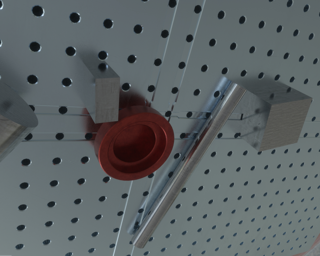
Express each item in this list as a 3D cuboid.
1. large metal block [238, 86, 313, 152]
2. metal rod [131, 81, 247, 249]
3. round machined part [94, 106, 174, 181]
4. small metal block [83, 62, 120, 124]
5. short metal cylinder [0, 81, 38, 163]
[{"bbox_3d":[0.179,-0.016,0.485,0.081,0.050,0.079,-10,123,-24],"label":"large metal block"},{"bbox_3d":[0.038,0.064,0.473,0.025,0.025,0.298,20,108,-36],"label":"metal rod"},{"bbox_3d":[-0.035,0.015,0.392,0.099,0.042,0.097,-14,125,-21],"label":"round machined part"},{"bbox_3d":[-0.065,-0.040,0.336,0.025,0.050,0.050,-8,122,-25],"label":"small metal block"},{"bbox_3d":[-0.161,-0.011,0.281,0.050,0.080,0.080,-45,130,3],"label":"short metal cylinder"}]
